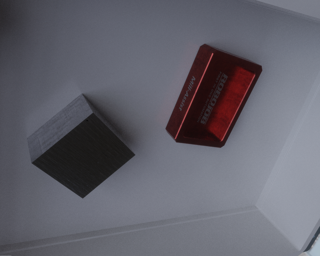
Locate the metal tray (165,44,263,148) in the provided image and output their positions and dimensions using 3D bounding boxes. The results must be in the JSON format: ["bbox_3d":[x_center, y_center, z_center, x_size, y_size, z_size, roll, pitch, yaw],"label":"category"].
[{"bbox_3d":[0.073,-0.038,0.423,0.091,0.030,0.129,9,114,-33],"label":"metal tray"}]

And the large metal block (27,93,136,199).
[{"bbox_3d":[-0.090,0.022,0.358,0.080,0.050,0.080,-40,130,-1],"label":"large metal block"}]

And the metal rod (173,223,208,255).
[{"bbox_3d":[-0.001,0.307,0.602,0.025,0.025,0.299,23,106,-37],"label":"metal rod"}]
